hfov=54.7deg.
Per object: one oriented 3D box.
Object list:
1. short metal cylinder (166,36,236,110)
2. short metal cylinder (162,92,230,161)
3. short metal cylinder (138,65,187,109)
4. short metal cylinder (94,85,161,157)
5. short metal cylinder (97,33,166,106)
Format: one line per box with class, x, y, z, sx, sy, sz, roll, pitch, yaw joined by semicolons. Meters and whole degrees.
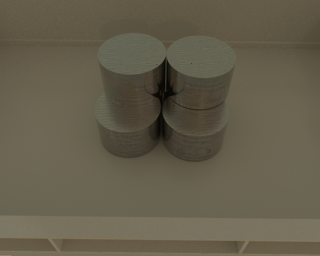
short metal cylinder;0.048;-0.068;0.378;0.080;0.050;0.080;0;50;0
short metal cylinder;0.043;-0.005;0.391;0.080;0.050;0.080;0;50;0
short metal cylinder;0.006;-0.061;0.438;0.080;0.050;0.080;0;50;0
short metal cylinder;-0.039;-0.010;0.394;0.080;0.050;0.080;0;50;0
short metal cylinder;-0.033;-0.073;0.383;0.080;0.050;0.080;0;50;0
